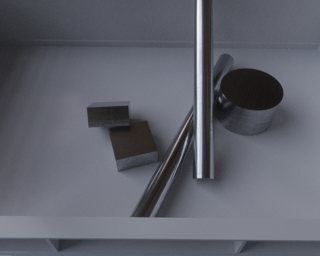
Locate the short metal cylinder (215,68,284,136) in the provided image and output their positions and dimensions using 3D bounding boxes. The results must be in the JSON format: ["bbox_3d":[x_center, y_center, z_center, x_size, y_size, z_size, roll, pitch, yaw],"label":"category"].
[{"bbox_3d":[0.119,-0.036,0.421,0.081,0.050,0.080,0,50,0],"label":"short metal cylinder"}]

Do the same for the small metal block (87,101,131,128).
[{"bbox_3d":[-0.065,-0.019,0.403,0.050,0.025,0.050,-3,12,-3],"label":"small metal block"}]

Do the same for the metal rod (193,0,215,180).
[{"bbox_3d":[0.056,-0.084,0.399,0.025,0.025,0.299,2,74,1],"label":"metal rod"}]

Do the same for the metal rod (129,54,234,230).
[{"bbox_3d":[0.043,-0.005,0.409,0.025,0.025,0.301,20,53,15],"label":"metal rod"}]

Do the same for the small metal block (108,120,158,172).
[{"bbox_3d":[-0.034,0.022,0.386,0.050,0.025,0.050,-12,51,-11],"label":"small metal block"}]
